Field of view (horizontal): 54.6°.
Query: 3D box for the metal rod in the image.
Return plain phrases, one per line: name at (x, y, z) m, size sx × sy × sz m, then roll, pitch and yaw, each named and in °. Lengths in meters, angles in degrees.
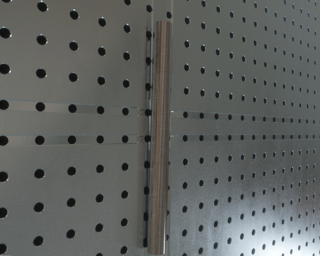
metal rod at (0.000, 0.012, 0.407) m, size 0.025 × 0.025 × 0.298 m, roll 3°, pitch 88°, yaw -40°
